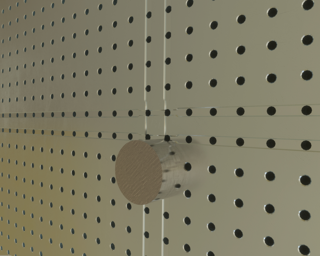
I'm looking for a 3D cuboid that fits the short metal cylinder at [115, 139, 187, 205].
[{"bbox_3d":[-0.012,0.055,0.401,0.080,0.050,0.079,0,90,39],"label":"short metal cylinder"}]
